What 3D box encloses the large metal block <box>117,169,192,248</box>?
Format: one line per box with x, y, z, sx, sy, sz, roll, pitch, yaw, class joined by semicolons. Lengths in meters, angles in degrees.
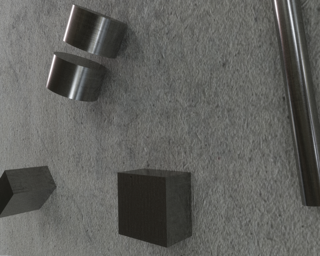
-0.007;0.096;0.395;0.080;0.050;0.080;-2;89;40;large metal block

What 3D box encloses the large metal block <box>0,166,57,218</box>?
-0.256;0.118;0.580;0.080;0.081;0.050;-48;62;29;large metal block

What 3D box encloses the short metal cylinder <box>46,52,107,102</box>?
-0.128;-0.079;0.475;0.080;0.081;0.050;32;110;35;short metal cylinder

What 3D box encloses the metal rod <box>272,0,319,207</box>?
0.128;-0.078;0.299;0.025;0.025;0.298;-11;83;39;metal rod

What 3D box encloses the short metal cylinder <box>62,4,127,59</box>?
-0.093;-0.139;0.446;0.080;0.081;0.050;34;111;34;short metal cylinder
